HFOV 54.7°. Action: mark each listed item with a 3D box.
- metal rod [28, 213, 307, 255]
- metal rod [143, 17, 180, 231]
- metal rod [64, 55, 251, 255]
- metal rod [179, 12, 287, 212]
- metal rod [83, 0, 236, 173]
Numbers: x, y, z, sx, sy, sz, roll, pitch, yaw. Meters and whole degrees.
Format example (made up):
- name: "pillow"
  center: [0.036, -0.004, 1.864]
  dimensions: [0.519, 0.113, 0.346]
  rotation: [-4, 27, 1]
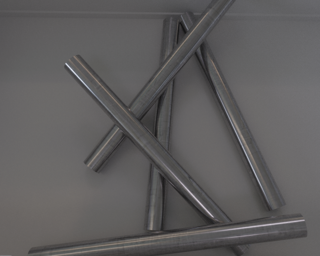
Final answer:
- name: "metal rod"
  center: [0.003, 0.126, 0.342]
  dimensions: [0.302, 0.025, 0.025]
  rotation: [-9, 70, 5]
- name: "metal rod"
  center: [0.005, -0.019, 0.416]
  dimensions: [0.025, 0.025, 0.299]
  rotation: [4, 70, 1]
- name: "metal rod"
  center: [-0.005, 0.030, 0.368]
  dimensions: [0.025, 0.025, 0.300]
  rotation: [-42, 87, -14]
- name: "metal rod"
  center: [0.090, -0.035, 0.422]
  dimensions: [0.025, 0.025, 0.299]
  rotation: [-19, 71, -7]
- name: "metal rod"
  center: [0.005, -0.068, 0.406]
  dimensions: [0.025, 0.025, 0.300]
  rotation: [37, 84, 12]
